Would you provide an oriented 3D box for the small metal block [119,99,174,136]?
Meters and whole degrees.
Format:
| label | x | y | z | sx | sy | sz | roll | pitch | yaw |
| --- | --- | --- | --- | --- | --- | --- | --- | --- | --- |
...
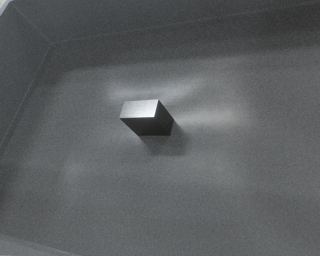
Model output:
| label | x | y | z | sx | sy | sz | roll | pitch | yaw |
| --- | --- | --- | --- | --- | --- | --- | --- | --- | --- |
| small metal block | -0.016 | -0.012 | 0.404 | 0.050 | 0.050 | 0.025 | -1 | 62 | 27 |
